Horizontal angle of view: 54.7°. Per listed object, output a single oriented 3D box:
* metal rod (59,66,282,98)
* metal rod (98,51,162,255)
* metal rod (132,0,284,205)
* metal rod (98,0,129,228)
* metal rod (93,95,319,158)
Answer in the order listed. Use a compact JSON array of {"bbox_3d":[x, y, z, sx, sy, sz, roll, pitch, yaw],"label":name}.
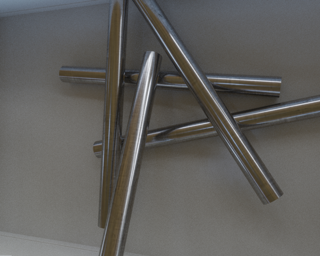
[{"bbox_3d":[-0.001,-0.064,0.410,0.301,0.025,0.025,7,92,19],"label":"metal rod"},{"bbox_3d":[-0.035,0.049,0.348,0.025,0.025,0.299,4,71,20],"label":"metal rod"},{"bbox_3d":[0.048,-0.049,0.365,0.025,0.025,0.299,-34,79,17],"label":"metal rod"},{"bbox_3d":[-0.061,-0.021,0.404,0.025,0.025,0.298,4,91,20],"label":"metal rod"},{"bbox_3d":[0.051,0.002,0.392,0.301,0.025,0.025,-12,86,19],"label":"metal rod"}]
